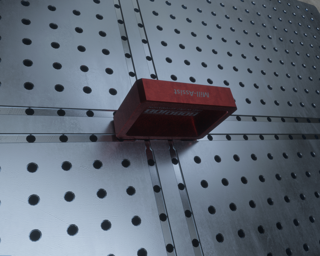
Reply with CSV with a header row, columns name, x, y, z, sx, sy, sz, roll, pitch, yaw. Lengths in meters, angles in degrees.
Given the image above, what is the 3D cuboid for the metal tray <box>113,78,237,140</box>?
name,x,y,z,sx,sy,sz,roll,pitch,yaw
metal tray,0.018,-0.019,0.388,0.131,0.090,0.030,2,61,-28
